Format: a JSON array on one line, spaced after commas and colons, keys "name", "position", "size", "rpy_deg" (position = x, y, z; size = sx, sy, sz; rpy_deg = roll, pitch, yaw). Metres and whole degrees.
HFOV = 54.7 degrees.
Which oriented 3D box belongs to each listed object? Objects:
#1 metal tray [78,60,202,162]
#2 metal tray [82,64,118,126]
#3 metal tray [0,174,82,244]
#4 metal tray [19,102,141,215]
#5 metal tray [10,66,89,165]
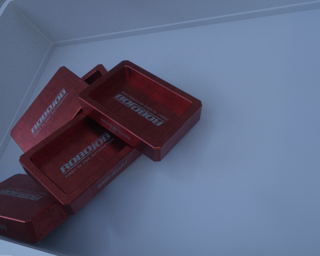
[{"name": "metal tray", "position": [-0.025, -0.027, 0.391], "size": [0.130, 0.030, 0.090], "rpy_deg": [33, 59, 22]}, {"name": "metal tray", "position": [-0.120, -0.031, 0.481], "size": [0.130, 0.030, 0.090], "rpy_deg": [-37, 51, 2]}, {"name": "metal tray", "position": [-0.174, 0.098, 0.400], "size": [0.130, 0.030, 0.090], "rpy_deg": [1, 21, 28]}, {"name": "metal tray", "position": [-0.090, 0.031, 0.385], "size": [0.090, 0.030, 0.131], "rpy_deg": [36, 59, 22]}, {"name": "metal tray", "position": [-0.149, -0.017, 0.449], "size": [0.090, 0.030, 0.130], "rpy_deg": [36, 88, 34]}]
